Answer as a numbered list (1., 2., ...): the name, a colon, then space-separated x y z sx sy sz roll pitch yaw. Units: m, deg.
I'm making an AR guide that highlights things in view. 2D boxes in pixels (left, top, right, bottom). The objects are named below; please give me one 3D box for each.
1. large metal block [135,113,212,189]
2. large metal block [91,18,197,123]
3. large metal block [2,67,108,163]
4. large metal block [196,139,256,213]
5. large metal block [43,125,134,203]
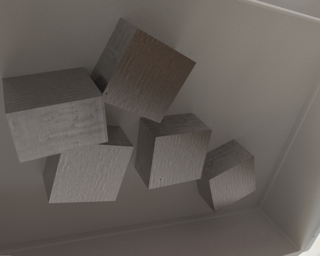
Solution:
1. large metal block: 0.016 0.029 0.421 0.081 0.050 0.079 -7 122 -26
2. large metal block: -0.021 -0.062 0.344 0.080 0.050 0.080 21 107 -36
3. large metal block: -0.104 -0.018 0.306 0.081 0.080 0.050 -14 124 -21
4. large metal block: 0.104 0.077 0.500 0.080 0.050 0.080 -26 128 -13
5. large metal block: -0.088 0.041 0.371 0.081 0.050 0.079 6 115 -32
